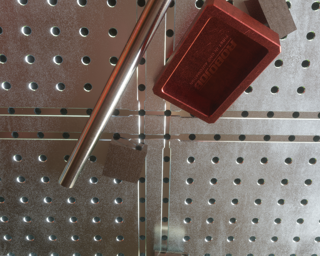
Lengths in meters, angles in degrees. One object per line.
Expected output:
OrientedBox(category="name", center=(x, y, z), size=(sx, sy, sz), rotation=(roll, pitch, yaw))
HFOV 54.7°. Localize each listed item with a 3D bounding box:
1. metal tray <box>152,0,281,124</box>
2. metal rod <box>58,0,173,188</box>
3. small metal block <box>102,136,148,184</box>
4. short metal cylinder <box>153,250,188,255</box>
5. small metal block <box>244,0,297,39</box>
OrientedBox(category="metal tray", center=(0.060, -0.072, 0.357), size=(0.090, 0.030, 0.129), rotation=(28, 132, -11))
OrientedBox(category="metal rod", center=(-0.060, -0.046, 0.395), size=(0.025, 0.025, 0.298), rotation=(27, 108, -10))
OrientedBox(category="small metal block", center=(-0.048, 0.044, 0.429), size=(0.050, 0.025, 0.050), rotation=(15, 109, -6))
OrientedBox(category="short metal cylinder", center=(0.013, 0.229, 0.469), size=(0.050, 0.080, 0.079), rotation=(6, 110, -3))
OrientedBox(category="small metal block", center=(0.125, -0.130, 0.354), size=(0.025, 0.050, 0.050), rotation=(-29, 108, 8))
